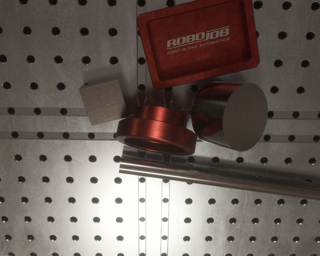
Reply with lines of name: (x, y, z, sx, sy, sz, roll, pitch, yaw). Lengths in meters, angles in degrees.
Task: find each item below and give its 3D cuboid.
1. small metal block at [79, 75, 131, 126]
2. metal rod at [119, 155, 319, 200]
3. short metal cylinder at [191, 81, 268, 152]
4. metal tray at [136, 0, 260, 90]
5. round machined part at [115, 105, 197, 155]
small metal block: (-0.070, -0.035, 0.399, 0.050, 0.025, 0.050, -14, 110, 4)
metal rod: (0.094, 0.072, 0.441, 0.302, 0.025, 0.025, 8, 110, -4)
short metal cylinder: (0.085, -0.016, 0.375, 0.081, 0.050, 0.079, -8, 104, -36)
metal tray: (0.046, -0.105, 0.372, 0.131, 0.030, 0.089, -13, 110, 4)
round machined part: (-0.003, 0.002, 0.385, 0.099, 0.098, 0.042, 12, 77, -5)
